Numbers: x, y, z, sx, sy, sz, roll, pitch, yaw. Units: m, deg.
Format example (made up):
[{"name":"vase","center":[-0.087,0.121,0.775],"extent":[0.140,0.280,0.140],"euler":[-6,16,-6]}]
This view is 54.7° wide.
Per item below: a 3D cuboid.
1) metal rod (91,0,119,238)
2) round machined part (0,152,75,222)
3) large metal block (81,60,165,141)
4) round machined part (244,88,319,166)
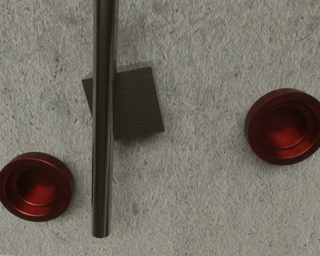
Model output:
[{"name":"metal rod","center":[-0.065,-0.003,0.354],"extent":[0.025,0.025,0.298],"euler":[4,110,-2]},{"name":"round machined part","center":[-0.166,0.077,0.427],"extent":[0.099,0.042,0.097],"euler":[0,110,0]},{"name":"large metal block","center":[-0.042,-0.034,0.384],"extent":[0.080,0.050,0.079],"euler":[-11,110,3]},{"name":"round machined part","center":[0.158,-0.004,0.401],"extent":[0.099,0.042,0.097],"euler":[0,110,0]}]
